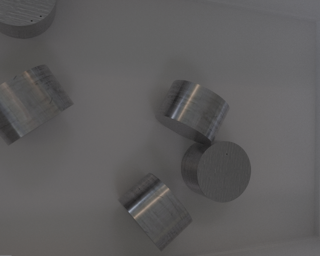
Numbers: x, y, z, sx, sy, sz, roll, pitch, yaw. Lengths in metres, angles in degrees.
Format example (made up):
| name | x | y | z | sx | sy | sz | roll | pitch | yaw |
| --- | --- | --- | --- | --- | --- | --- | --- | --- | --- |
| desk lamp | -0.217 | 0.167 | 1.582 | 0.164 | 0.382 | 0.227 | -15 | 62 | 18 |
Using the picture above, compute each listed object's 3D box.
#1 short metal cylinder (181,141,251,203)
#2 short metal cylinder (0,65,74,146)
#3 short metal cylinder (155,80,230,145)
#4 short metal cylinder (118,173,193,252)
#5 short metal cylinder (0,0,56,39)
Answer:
| name | x | y | z | sx | sy | sz | roll | pitch | yaw |
| --- | --- | --- | --- | --- | --- | --- | --- | --- | --- |
| short metal cylinder | 0.076 | 0.057 | 0.425 | 0.081 | 0.050 | 0.080 | 0 | 90 | -20 |
| short metal cylinder | -0.140 | -0.024 | 0.329 | 0.080 | 0.080 | 0.050 | -36 | 102 | -16 |
| short metal cylinder | 0.041 | -0.019 | 0.396 | 0.080 | 0.080 | 0.050 | 30 | 80 | -18 |
| short metal cylinder | -0.007 | 0.102 | 0.379 | 0.050 | 0.080 | 0.080 | -40 | 103 | -15 |
| short metal cylinder | -0.156 | -0.144 | 0.339 | 0.081 | 0.050 | 0.080 | 0 | 90 | -20 |
